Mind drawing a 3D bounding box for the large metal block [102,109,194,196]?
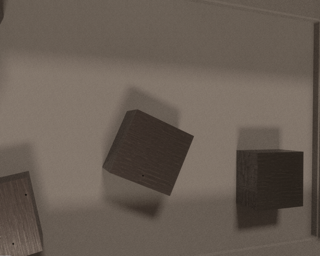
[{"bbox_3d":[-0.016,0.030,0.392,0.080,0.050,0.080,25,82,-19],"label":"large metal block"}]

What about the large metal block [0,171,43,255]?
[{"bbox_3d":[-0.177,0.098,0.332,0.081,0.050,0.079,-12,94,-20],"label":"large metal block"}]

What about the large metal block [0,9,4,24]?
[{"bbox_3d":[-0.203,-0.100,0.306,0.050,0.080,0.080,24,82,-19],"label":"large metal block"}]

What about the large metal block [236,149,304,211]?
[{"bbox_3d":[0.162,0.074,0.459,0.081,0.050,0.079,0,90,-21],"label":"large metal block"}]
